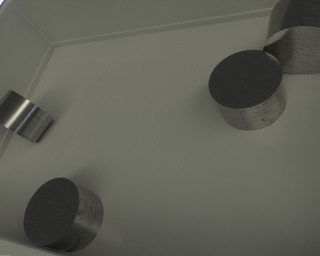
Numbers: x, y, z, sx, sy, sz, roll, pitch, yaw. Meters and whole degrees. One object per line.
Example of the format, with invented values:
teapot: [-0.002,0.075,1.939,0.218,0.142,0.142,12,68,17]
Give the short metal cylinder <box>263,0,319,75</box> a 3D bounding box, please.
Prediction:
short metal cylinder: [0.162,-0.104,0.349,0.080,0.080,0.050,4,64,30]

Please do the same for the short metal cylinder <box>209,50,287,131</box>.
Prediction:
short metal cylinder: [0.103,-0.044,0.362,0.080,0.050,0.080,-13,56,20]

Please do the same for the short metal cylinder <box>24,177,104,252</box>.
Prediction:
short metal cylinder: [-0.118,0.108,0.384,0.080,0.050,0.080,-13,56,20]

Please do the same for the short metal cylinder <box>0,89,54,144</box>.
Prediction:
short metal cylinder: [-0.220,-0.018,0.494,0.080,0.080,0.050,24,75,36]
